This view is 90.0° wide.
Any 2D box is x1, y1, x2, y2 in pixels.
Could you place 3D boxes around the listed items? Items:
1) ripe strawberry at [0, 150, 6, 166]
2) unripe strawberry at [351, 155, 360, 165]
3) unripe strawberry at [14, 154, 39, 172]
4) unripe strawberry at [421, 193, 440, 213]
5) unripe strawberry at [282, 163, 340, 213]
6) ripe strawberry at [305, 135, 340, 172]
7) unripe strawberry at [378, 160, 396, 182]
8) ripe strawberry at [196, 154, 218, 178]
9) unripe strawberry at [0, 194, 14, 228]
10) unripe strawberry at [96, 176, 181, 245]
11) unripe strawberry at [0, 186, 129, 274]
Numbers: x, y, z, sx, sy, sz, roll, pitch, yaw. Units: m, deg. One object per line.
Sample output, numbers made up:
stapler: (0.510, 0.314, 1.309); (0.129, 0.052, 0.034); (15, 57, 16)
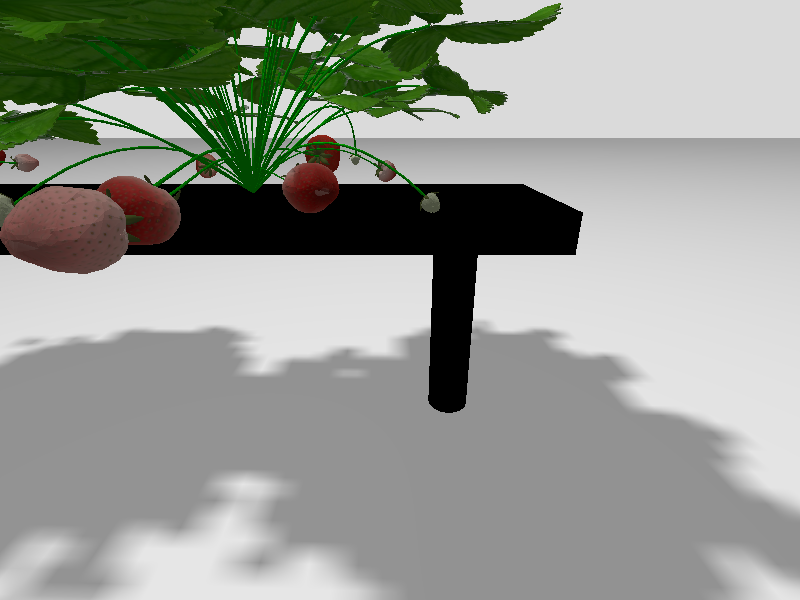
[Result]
ripe strawberry: (-0.516, -0.179, 0.495); (0.043, 0.037, 0.043); (8, 24, 17)
unripe strawberry: (-0.056, -0.178, 0.507); (0.011, 0.012, 0.013); (8, 25, 18)
unripe strawberry: (-0.457, -0.168, 0.491); (0.024, 0.021, 0.022); (16, 27, 32)
unripe strawberry: (0.020, -0.062, 0.257); (0.011, 0.012, 0.013); (-33, -13, -51)
unripe strawberry: (-0.054, -0.069, 0.249); (0.035, 0.031, 0.032); (-17, 29, -34)
ripe strawberry: (-0.093, -0.181, 0.496); (0.043, 0.045, 0.046); (4, 23, 9)
unripe strawberry: (-0.012, -0.128, 0.400); (0.019, 0.020, 0.018); (8, 15, -36)
ripe strawberry: (-0.210, -0.146, 0.434); (0.022, 0.025, 0.024); (-18, 29, -35)
unripe strawberry: (-0.220, -0.048, 0.218); (0.016, 0.018, 0.018); (16, 42, 33)
unripe strawberry: (-0.121, -0.039, 0.180); (0.036, 0.031, 0.036); (-1, 24, -1)
unripe strawberry: (-0.120, -0.024, 0.144); (0.036, 0.033, 0.033); (-1, 24, -1)
